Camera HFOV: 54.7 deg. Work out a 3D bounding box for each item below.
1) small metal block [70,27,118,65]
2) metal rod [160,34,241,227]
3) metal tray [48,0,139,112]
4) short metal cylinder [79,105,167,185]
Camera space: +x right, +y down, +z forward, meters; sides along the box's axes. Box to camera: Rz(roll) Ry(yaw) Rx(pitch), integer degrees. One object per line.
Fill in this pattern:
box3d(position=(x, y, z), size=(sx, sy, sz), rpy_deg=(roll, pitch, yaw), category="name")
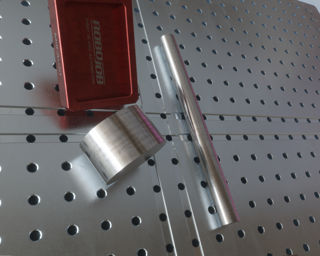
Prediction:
box3d(position=(-0.090, -0.106, 0.409), size=(0.050, 0.050, 0.025), rpy_deg=(-6, 65, -31), category="small metal block")
box3d(position=(0.050, -0.013, 0.444), size=(0.025, 0.025, 0.299), rpy_deg=(-2, 63, -30), category="metal rod")
box3d(position=(-0.076, -0.090, 0.370), size=(0.091, 0.030, 0.129), rpy_deg=(-11, 105, -30), category="metal tray")
box3d(position=(-0.040, 0.019, 0.341), size=(0.081, 0.080, 0.050), rpy_deg=(-30, 79, -38), category="short metal cylinder")
